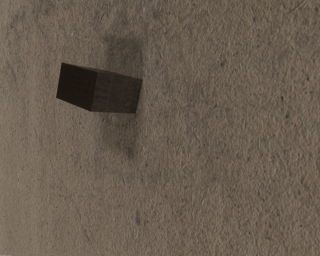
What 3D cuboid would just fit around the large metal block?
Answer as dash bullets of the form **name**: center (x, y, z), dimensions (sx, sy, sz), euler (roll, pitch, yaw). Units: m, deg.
- **large metal block**: center (-0.085, -0.055, 0.437), dimensions (0.080, 0.081, 0.050), euler (20, 103, 38)
